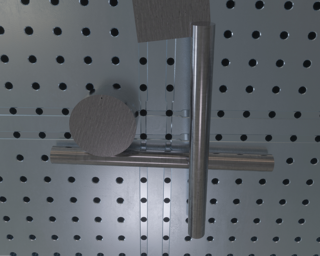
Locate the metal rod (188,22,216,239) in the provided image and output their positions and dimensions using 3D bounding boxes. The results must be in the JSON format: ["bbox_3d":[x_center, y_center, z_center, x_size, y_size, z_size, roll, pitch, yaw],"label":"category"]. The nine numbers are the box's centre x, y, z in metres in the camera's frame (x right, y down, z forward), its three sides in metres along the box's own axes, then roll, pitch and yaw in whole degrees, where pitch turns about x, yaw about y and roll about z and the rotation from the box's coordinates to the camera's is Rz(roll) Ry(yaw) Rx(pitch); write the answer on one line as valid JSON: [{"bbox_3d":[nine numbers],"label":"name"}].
[{"bbox_3d":[0.049,0.024,0.389,0.025,0.025,0.298,-2,118,0],"label":"metal rod"}]

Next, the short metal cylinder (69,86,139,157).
[{"bbox_3d":[-0.069,-0.010,0.396,0.081,0.050,0.079,0,110,0],"label":"short metal cylinder"}]

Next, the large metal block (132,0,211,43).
[{"bbox_3d":[0.011,-0.143,0.347,0.080,0.050,0.079,-6,110,2],"label":"large metal block"}]

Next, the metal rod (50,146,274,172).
[{"bbox_3d":[0.004,0.043,0.429,0.302,0.025,0.025,2,110,-1],"label":"metal rod"}]
